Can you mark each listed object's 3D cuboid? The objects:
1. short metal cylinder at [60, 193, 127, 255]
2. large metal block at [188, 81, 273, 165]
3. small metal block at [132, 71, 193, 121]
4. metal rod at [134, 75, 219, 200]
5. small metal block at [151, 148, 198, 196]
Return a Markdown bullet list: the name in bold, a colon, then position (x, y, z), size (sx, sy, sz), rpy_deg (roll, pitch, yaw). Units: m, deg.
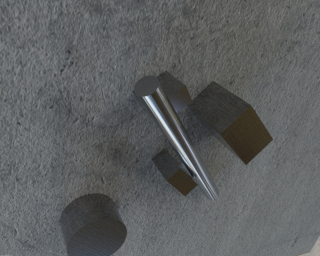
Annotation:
- **short metal cylinder**: position (-0.092, 0.138, 0.427), size (0.081, 0.050, 0.079), rpy_deg (-14, 125, -21)
- **large metal block**: position (0.094, -0.007, 0.420), size (0.050, 0.080, 0.080), rpy_deg (-45, 130, 2)
- **small metal block**: position (0.002, -0.037, 0.370), size (0.050, 0.050, 0.025), rpy_deg (-33, 129, -7)
- **metal rod**: position (0.038, 0.036, 0.409), size (0.025, 0.025, 0.300), rpy_deg (-38, 143, -3)
- **small metal block**: position (0.021, 0.063, 0.443), size (0.025, 0.050, 0.050), rpy_deg (-43, 130, 1)
